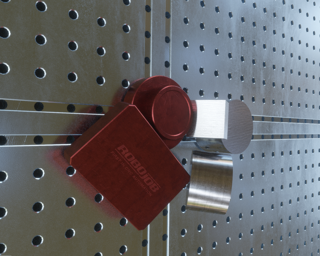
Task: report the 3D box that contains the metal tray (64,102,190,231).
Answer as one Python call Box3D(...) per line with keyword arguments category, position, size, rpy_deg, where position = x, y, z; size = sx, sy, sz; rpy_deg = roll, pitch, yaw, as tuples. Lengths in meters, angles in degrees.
Box3D(category="metal tray", position=(-0.033, 0.045, 0.359), size=(0.090, 0.030, 0.130), rpy_deg=(-44, 118, -14))

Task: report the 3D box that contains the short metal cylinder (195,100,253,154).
Box3D(category="short metal cylinder", position=(0.096, -0.002, 0.470), size=(0.081, 0.050, 0.079), rpy_deg=(0, 90, -40))

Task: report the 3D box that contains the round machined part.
Box3D(category="round machined part", position=(0.004, -0.019, 0.396), size=(0.099, 0.042, 0.097), rpy_deg=(0, 90, -40))

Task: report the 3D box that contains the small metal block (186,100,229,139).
Box3D(category="small metal block", position=(0.065, -0.011, 0.419), size=(0.025, 0.050, 0.050), rpy_deg=(13, 80, -68))

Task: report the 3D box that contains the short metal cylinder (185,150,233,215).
Box3D(category="short metal cylinder", position=(0.064, 0.072, 0.415), size=(0.050, 0.080, 0.080), rpy_deg=(7, 84, 4))
